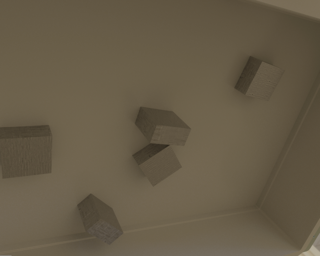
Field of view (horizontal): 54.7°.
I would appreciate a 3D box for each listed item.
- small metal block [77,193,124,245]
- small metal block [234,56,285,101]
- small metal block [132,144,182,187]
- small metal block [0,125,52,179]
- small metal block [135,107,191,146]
[{"bbox_3d":[-0.082,0.125,0.426,0.025,0.050,0.050,-41,130,-1],"label":"small metal block"},{"bbox_3d":[0.143,-0.070,0.446,0.050,0.025,0.050,10,114,-33],"label":"small metal block"},{"bbox_3d":[-0.003,0.047,0.438,0.050,0.025,0.050,-33,129,-7],"label":"small metal block"},{"bbox_3d":[-0.149,0.026,0.344,0.050,0.025,0.050,-4,120,-27],"label":"small metal block"},{"bbox_3d":[0.003,-0.002,0.394,0.050,0.050,0.025,7,115,-32],"label":"small metal block"}]
